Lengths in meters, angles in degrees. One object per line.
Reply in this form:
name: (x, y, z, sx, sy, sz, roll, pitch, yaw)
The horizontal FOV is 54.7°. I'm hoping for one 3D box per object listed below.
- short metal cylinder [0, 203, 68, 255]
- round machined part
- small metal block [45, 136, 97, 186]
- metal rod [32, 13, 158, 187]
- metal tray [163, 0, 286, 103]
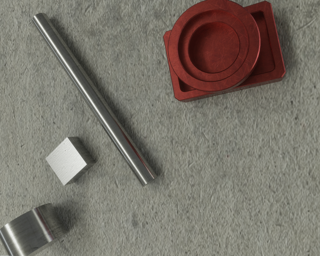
short metal cylinder: (-0.181, 0.151, 0.444, 0.080, 0.080, 0.050, -37, 78, 16)
round machined part: (0.062, -0.089, 0.348, 0.098, 0.042, 0.097, 1, 94, 19)
small metal block: (-0.131, 0.048, 0.455, 0.050, 0.025, 0.050, -42, 77, 15)
metal rod: (-0.098, -0.047, 0.443, 0.025, 0.025, 0.299, -39, 78, 16)
metal tray: (0.076, -0.089, 0.379, 0.130, 0.030, 0.090, -12, 86, 19)
